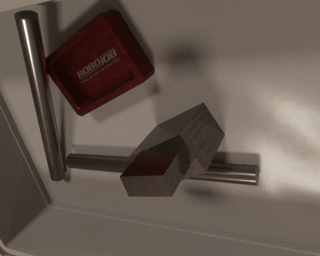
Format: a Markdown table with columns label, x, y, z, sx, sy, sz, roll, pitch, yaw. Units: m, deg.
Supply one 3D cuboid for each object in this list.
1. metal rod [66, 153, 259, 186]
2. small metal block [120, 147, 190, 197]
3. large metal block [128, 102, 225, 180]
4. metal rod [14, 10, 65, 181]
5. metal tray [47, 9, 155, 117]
| label | x | y | z | sx | sy | sz | roll | pitch | yaw |
| --- | --- | --- | --- | --- | --- | --- | --- | --- | --- |
| metal rod | -0.014 | 0.056 | 0.449 | 0.301 | 0.025 | 0.025 | 1 | 119 | 27 |
| small metal block | -0.004 | 0.044 | 0.318 | 0.050 | 0.050 | 0.025 | -7 | 115 | 31 |
| large metal block | 0.022 | 0.022 | 0.374 | 0.080 | 0.080 | 0.050 | -26 | 104 | 37 |
| metal rod | -0.168 | -0.021 | 0.454 | 0.025 | 0.025 | 0.298 | 22 | 135 | 14 |
| metal tray | -0.082 | -0.078 | 0.398 | 0.130 | 0.030 | 0.090 | -23 | 107 | 36 |
